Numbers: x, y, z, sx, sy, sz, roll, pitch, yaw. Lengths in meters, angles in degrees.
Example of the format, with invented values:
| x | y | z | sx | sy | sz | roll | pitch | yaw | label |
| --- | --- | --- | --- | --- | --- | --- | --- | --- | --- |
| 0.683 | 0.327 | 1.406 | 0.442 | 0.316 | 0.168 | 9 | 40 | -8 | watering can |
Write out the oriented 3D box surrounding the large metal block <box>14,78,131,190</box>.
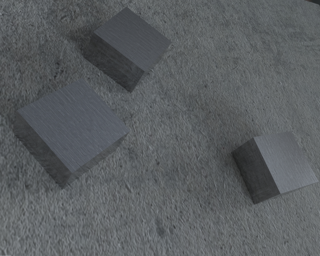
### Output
| x | y | z | sx | sy | sz | roll | pitch | yaw | label |
| --- | --- | --- | --- | --- | --- | --- | --- | --- | --- |
| -0.094 | 0.005 | 0.334 | 0.080 | 0.050 | 0.080 | 48 | 51 | 5 | large metal block |

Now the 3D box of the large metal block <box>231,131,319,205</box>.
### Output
| x | y | z | sx | sy | sz | roll | pitch | yaw | label |
| --- | --- | --- | --- | --- | --- | --- | --- | --- | --- |
| 0.162 | 0.055 | 0.441 | 0.081 | 0.050 | 0.080 | -7 | 65 | -31 | large metal block |

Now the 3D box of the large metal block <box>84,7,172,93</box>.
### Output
| x | y | z | sx | sy | sz | roll | pitch | yaw | label |
| --- | --- | --- | --- | --- | --- | --- | --- | --- | --- |
| -0.043 | -0.109 | 0.431 | 0.080 | 0.050 | 0.080 | 37 | 51 | -3 | large metal block |
